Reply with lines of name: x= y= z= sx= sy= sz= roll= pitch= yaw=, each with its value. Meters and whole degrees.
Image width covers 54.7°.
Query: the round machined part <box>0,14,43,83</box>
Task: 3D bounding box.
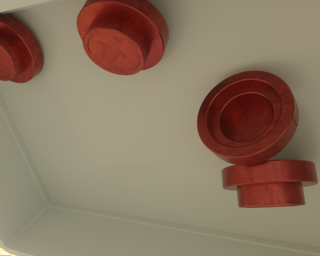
round machined part: x=-0.220 y=-0.106 z=0.438 sx=0.098 sy=0.042 sz=0.097 roll=14 pitch=131 yaw=17

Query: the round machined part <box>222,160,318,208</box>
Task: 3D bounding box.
round machined part: x=0.119 y=0.064 z=0.338 sx=0.098 sy=0.098 sz=0.042 roll=-13 pitch=70 yaw=33

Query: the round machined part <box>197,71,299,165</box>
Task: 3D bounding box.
round machined part: x=0.092 y=-0.007 z=0.320 sx=0.098 sy=0.098 sz=0.042 roll=-10 pitch=148 yaw=32

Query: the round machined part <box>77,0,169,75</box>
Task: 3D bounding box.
round machined part: x=-0.043 y=-0.095 z=0.335 sx=0.098 sy=0.042 sz=0.098 roll=13 pitch=151 yaw=8
